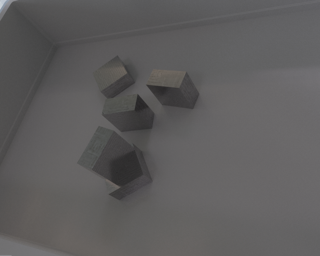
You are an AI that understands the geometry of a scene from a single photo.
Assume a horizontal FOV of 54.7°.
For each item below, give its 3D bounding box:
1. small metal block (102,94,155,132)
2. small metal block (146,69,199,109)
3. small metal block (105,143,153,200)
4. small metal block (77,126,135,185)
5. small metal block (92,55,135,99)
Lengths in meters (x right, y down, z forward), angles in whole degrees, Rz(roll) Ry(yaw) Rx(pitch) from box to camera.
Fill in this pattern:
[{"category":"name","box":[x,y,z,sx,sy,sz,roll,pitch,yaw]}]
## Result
[{"category":"small metal block","box":[-0.043,-0.019,0.424,0.050,0.050,0.025,-6,59,25]},{"category":"small metal block","box":[0.018,-0.051,0.412,0.050,0.050,0.025,11,67,32]},{"category":"small metal block","box":[-0.044,0.055,0.395,0.050,0.025,0.050,-30,52,8]},{"category":"small metal block","box":[-0.063,0.033,0.370,0.025,0.050,0.050,15,70,34]},{"category":"small metal block","box":[-0.074,-0.080,0.494,0.050,0.025,0.050,-34,51,6]}]
